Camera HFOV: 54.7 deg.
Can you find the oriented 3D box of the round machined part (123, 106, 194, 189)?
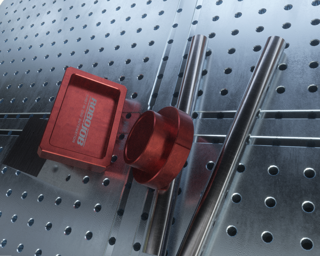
[{"bbox_3d":[-0.008,0.018,0.360,0.098,0.042,0.098,-45,30,36],"label":"round machined part"}]

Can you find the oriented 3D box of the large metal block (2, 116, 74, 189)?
[{"bbox_3d":[-0.168,0.035,0.457,0.080,0.050,0.080,11,67,32],"label":"large metal block"}]

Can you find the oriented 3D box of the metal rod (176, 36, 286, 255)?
[{"bbox_3d":[0.085,0.018,0.351,0.025,0.025,0.300,15,69,33],"label":"metal rod"}]

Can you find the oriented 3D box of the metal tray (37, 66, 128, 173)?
[{"bbox_3d":[-0.103,-0.012,0.427,0.030,0.091,0.130,137,147,-56],"label":"metal tray"}]

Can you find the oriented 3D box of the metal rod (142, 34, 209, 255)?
[{"bbox_3d":[0.026,0.003,0.391,0.025,0.025,0.300,0,61,28],"label":"metal rod"}]
